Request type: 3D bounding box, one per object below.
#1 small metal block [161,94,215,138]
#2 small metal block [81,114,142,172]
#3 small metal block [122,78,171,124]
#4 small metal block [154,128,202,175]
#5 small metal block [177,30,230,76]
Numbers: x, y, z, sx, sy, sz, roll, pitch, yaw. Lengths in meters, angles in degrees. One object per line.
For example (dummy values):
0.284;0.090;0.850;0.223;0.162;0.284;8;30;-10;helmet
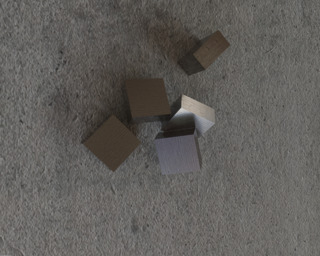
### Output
0.036;-0.011;0.406;0.050;0.050;0.025;23;46;-19;small metal block
-0.061;0.018;0.387;0.050;0.025;0.050;46;76;-14;small metal block
-0.018;-0.035;0.394;0.050;0.025;0.050;-6;73;-20;small metal block
0.025;0.030;0.400;0.050;0.025;0.050;-8;108;15;small metal block
0.058;-0.100;0.417;0.050;0.050;0.025;-46;104;-14;small metal block
